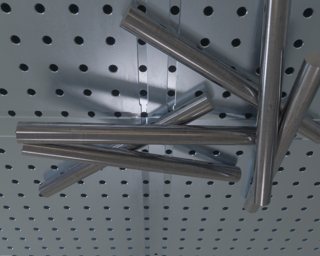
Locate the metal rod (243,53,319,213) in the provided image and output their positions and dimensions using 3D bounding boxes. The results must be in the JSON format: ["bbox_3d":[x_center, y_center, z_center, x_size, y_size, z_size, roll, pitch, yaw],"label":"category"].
[{"bbox_3d":[0.155,0.033,0.415,0.025,0.025,0.298,0,138,0],"label":"metal rod"}]

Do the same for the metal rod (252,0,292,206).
[{"bbox_3d":[0.125,-0.029,0.355,0.025,0.025,0.298,-5,120,4],"label":"metal rod"}]

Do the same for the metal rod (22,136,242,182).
[{"bbox_3d":[-0.022,0.045,0.419,0.302,0.025,0.025,10,130,-21],"label":"metal rod"}]

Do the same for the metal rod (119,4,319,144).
[{"bbox_3d":[0.091,-0.052,0.367,0.301,0.025,0.025,26,125,-21],"label":"metal rod"}]

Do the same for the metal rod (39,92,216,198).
[{"bbox_3d":[-0.060,0.033,0.438,0.300,0.025,0.025,-28,125,22],"label":"metal rod"}]

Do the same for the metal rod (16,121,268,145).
[{"bbox_3d":[-0.010,0.008,0.377,0.302,0.025,0.025,1,131,-13],"label":"metal rod"}]
